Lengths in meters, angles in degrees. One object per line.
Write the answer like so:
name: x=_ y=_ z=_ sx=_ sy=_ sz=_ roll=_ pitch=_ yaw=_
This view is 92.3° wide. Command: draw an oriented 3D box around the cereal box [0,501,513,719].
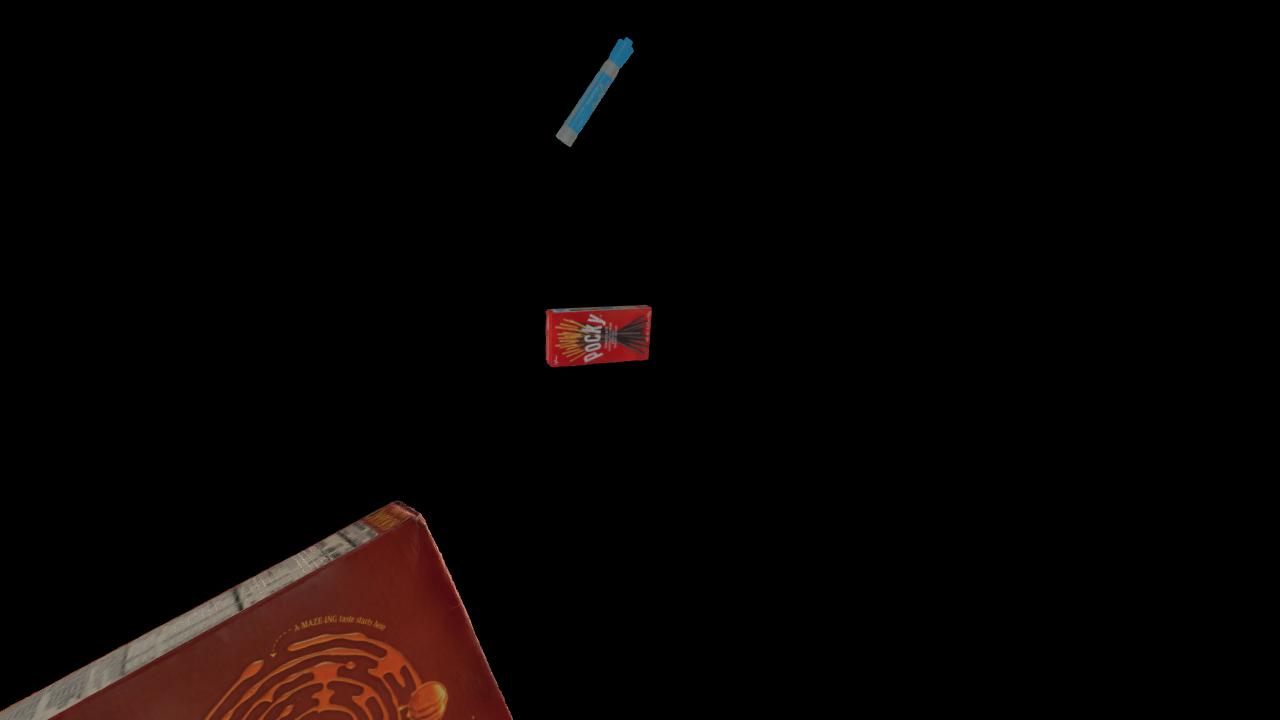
cereal box: x=-0.248 y=0.256 z=0.390 sx=0.306 sy=0.203 sz=0.081 roll=-28 pitch=14 yaw=-36

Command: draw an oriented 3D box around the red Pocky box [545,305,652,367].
red Pocky box: x=-0.059 y=-0.036 z=0.895 sx=0.155 sy=0.083 sz=0.028 roll=-5 pitch=22 yaw=-21

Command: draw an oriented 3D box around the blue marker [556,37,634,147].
blue marker: x=-0.045 y=-0.275 z=0.631 sx=0.020 sy=0.121 sz=0.020 roll=35 pitch=8 yaw=-5
